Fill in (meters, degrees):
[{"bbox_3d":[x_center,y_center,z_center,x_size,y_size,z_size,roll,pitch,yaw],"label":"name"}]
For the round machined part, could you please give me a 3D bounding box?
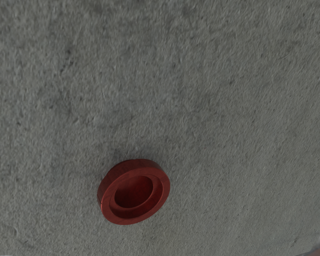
[{"bbox_3d":[-0.039,0.082,0.427,0.099,0.042,0.097,-14,125,-21],"label":"round machined part"}]
